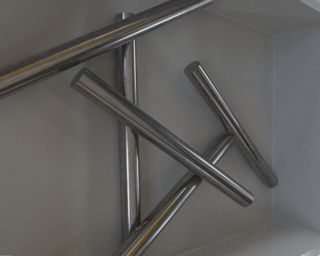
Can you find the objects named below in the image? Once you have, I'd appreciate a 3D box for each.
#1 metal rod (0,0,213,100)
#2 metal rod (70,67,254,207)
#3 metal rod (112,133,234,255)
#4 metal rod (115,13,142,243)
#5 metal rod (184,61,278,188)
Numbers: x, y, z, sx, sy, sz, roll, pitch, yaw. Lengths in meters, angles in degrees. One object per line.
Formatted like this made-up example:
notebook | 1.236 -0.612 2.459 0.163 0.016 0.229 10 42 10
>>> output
metal rod | -0.053 -0.099 0.336 0.302 0.025 0.025 -33 111 -27
metal rod | 0.022 0.027 0.386 0.301 0.025 0.025 37 67 -29
metal rod | 0.020 0.093 0.401 0.302 0.025 0.025 -40 115 -41
metal rod | -0.038 0.014 0.376 0.025 0.025 0.298 -3 92 -40
metal rod | 0.128 0.010 0.506 0.300 0.025 0.025 48 61 -33
